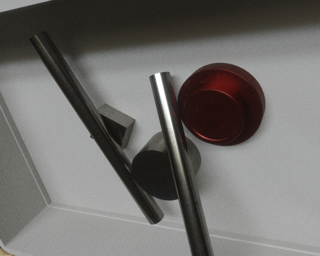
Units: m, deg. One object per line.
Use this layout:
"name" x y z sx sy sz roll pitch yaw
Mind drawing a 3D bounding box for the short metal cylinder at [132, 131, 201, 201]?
"short metal cylinder" 0.009 0.050 0.417 0.080 0.050 0.079 13 124 20

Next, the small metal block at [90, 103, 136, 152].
"small metal block" -0.068 0.001 0.443 0.050 0.025 0.050 28 128 10

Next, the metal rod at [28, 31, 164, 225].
"metal rod" -0.078 0.010 0.422 0.025 0.025 0.299 -20 108 35

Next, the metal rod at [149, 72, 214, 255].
"metal rod" 0.034 0.083 0.359 0.025 0.025 0.298 -15 88 33

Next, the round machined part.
"round machined part" 0.065 -0.020 0.350 0.098 0.042 0.097 13 124 20
